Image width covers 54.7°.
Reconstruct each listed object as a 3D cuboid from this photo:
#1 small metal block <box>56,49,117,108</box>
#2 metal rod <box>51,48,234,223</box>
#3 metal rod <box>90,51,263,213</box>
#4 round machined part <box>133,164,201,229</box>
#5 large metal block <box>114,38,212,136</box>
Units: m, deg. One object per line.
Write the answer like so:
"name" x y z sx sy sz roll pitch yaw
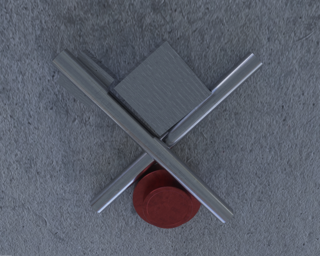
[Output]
"small metal block" -0.091 -0.062 0.388 0.050 0.025 0.050 41 105 -14
"metal rod" -0.011 0.020 0.391 0.025 0.025 0.300 -42 105 13
"metal rod" 0.013 0.014 0.418 0.025 0.025 0.299 43 104 -15
"round machined part" 0.011 0.102 0.439 0.099 0.042 0.097 0 110 -1
"large metal block" 0.003 -0.051 0.380 0.080 0.050 0.080 -40 106 13
